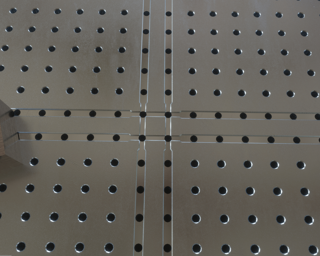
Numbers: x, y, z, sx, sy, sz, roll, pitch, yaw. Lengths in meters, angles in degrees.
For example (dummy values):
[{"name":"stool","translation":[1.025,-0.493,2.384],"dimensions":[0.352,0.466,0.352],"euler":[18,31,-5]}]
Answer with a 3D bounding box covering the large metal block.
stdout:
[{"name":"large metal block","translation":[-0.230,0.015,0.390],"dimensions":[0.081,0.050,0.080],"euler":[-17,71,-7]}]
